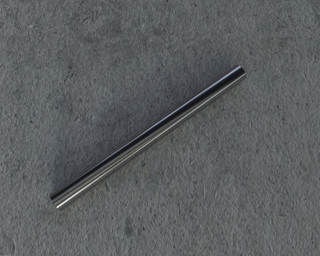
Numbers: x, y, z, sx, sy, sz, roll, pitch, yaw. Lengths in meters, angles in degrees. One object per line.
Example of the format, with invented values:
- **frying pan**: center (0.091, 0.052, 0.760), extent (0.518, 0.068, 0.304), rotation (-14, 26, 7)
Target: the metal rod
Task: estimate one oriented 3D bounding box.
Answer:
- **metal rod**: center (-0.006, 0.006, 0.408), extent (0.301, 0.025, 0.025), rotation (-35, 74, -12)
